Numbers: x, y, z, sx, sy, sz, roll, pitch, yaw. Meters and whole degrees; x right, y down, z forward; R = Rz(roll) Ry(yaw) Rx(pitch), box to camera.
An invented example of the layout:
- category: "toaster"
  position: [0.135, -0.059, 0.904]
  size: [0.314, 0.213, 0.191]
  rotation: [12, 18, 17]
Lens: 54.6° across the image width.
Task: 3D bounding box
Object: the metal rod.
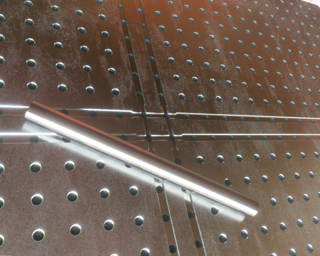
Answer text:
- category: "metal rod"
  position: [-0.011, 0.043, 0.375]
  size: [0.301, 0.025, 0.025]
  rotation: [25, 53, -13]
